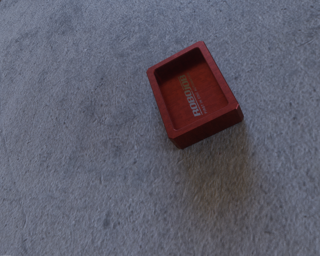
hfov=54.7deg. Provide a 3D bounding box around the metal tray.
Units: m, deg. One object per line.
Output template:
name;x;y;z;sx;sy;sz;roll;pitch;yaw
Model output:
metal tray;0.041;-0.047;0.406;0.090;0.030;0.130;-26;53;11
